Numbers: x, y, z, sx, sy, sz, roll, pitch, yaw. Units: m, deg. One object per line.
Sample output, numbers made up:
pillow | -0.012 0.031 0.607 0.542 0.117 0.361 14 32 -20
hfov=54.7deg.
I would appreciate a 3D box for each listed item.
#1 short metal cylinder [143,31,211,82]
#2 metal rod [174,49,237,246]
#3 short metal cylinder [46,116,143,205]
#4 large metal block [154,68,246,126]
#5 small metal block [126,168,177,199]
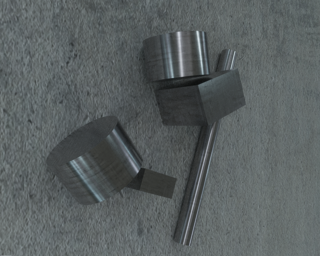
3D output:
short metal cylinder | 0.021 -0.087 0.387 0.081 0.080 0.050 -12 98 -39
metal rod | 0.071 0.020 0.464 0.025 0.025 0.299 26 74 -37
short metal cylinder | -0.065 0.031 0.314 0.080 0.080 0.050 -44 117 -31
large metal block | 0.053 -0.040 0.413 0.081 0.080 0.050 -26 107 -37
small metal block | -0.017 0.064 0.374 0.050 0.050 0.025 24 75 -38
